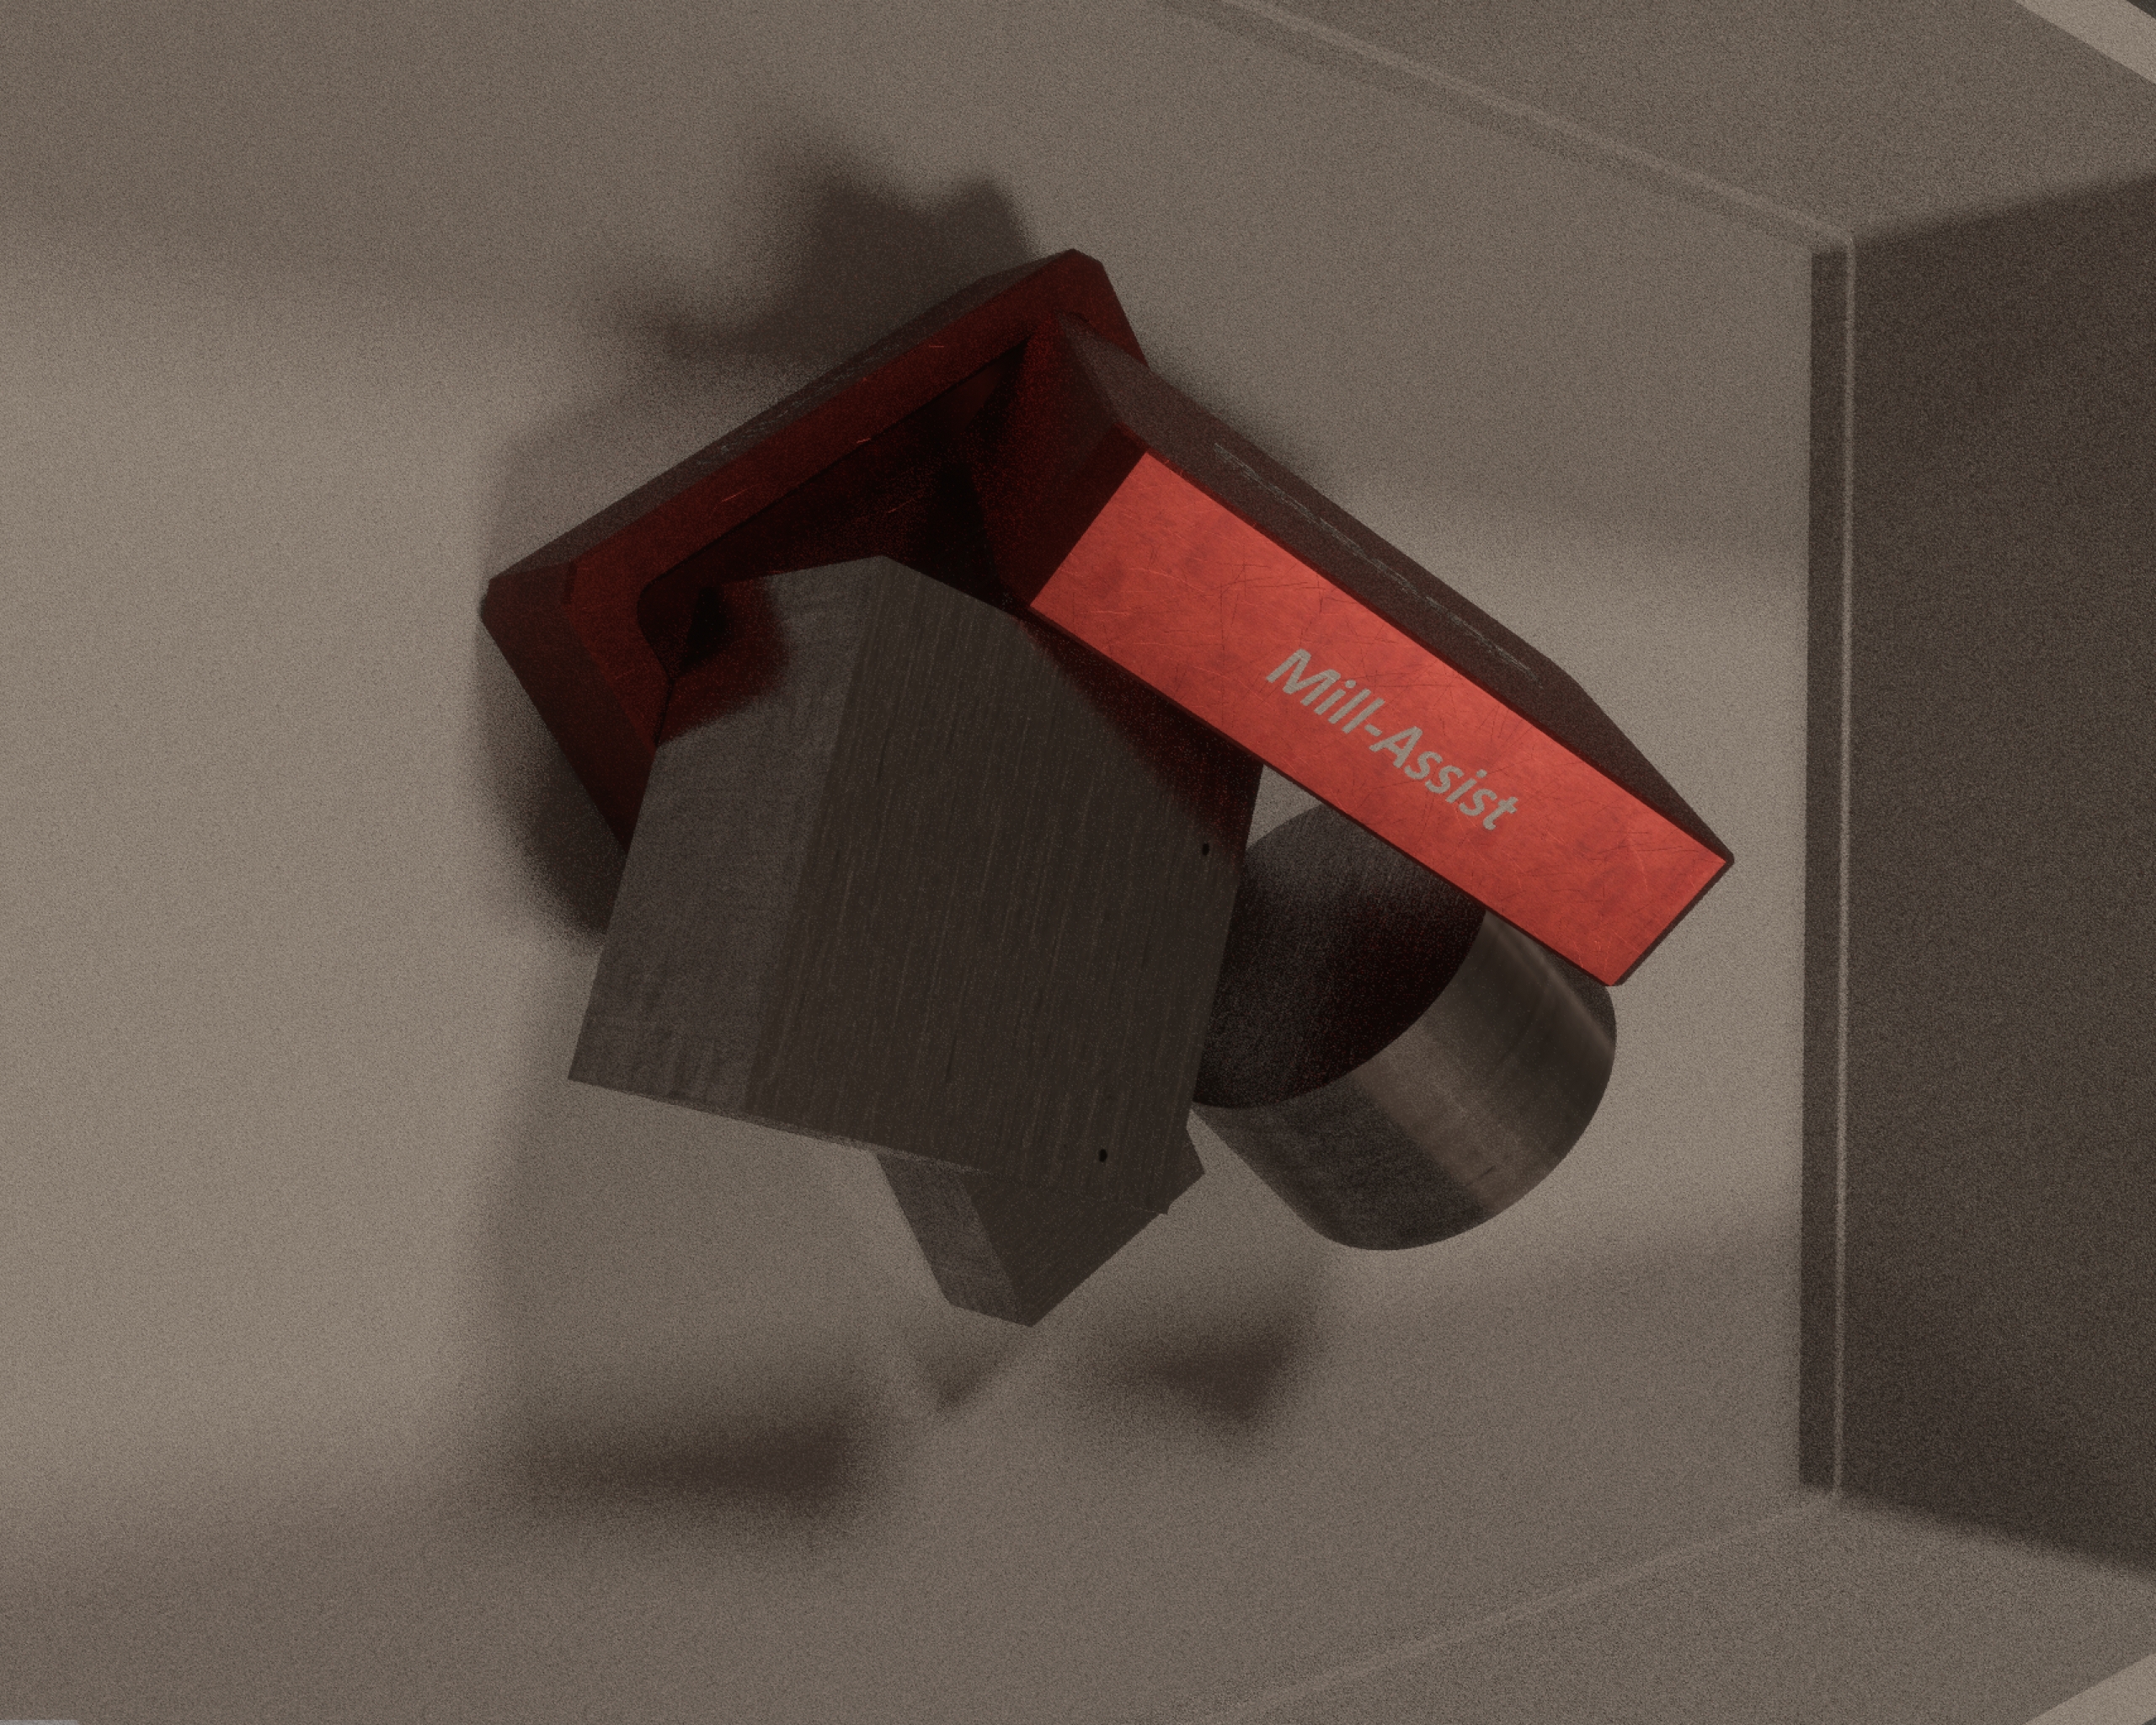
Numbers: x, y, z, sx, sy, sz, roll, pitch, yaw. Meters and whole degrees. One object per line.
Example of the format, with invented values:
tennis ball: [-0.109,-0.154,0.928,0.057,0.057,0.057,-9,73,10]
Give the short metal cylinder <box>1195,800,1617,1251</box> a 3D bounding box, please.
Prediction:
short metal cylinder: [0.061,0.031,0.423,0.050,0.080,0.080,47,62,-30]

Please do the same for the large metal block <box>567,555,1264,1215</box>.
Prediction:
large metal block: [-0.023,0.006,0.329,0.080,0.050,0.080,21,77,-38]

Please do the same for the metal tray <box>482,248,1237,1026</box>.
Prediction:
metal tray: [-0.029,-0.043,0.378,0.131,0.030,0.090,-41,115,-32]

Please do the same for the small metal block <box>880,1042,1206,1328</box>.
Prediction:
small metal block: [-0.009,0.052,0.399,0.050,0.025,0.050,-36,112,-34]

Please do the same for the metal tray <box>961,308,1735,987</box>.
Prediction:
metal tray: [0.044,-0.039,0.363,0.131,0.090,0.030,31,108,-21]
